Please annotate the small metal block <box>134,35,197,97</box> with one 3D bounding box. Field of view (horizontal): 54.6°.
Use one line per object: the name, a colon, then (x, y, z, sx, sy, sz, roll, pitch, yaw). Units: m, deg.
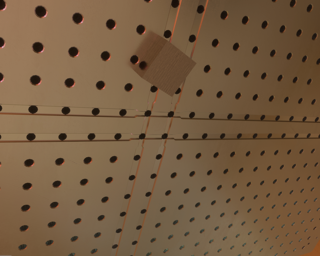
small metal block: (0.006, -0.073, 0.369, 0.050, 0.025, 0.050, 28, 103, -38)
